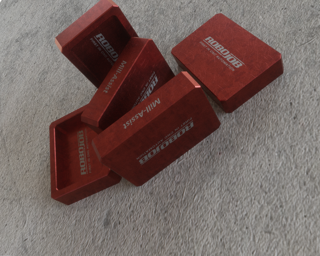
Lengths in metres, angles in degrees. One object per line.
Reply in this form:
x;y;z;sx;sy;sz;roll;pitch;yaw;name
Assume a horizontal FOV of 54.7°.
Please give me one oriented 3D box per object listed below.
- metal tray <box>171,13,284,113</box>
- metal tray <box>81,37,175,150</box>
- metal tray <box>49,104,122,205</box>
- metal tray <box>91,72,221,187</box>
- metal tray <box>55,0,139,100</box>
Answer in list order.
0.085;-0.091;0.412;0.090;0.030;0.130;-38;51;2;metal tray
-0.035;-0.041;0.405;0.030;0.090;0.130;18;71;35;metal tray
-0.109;0.031;0.438;0.090;0.030;0.130;-25;53;12;metal tray
0.000;0.006;0.359;0.130;0.090;0.030;-37;51;3;metal tray
-0.068;-0.101;0.434;0.090;0.130;0.030;-40;52;1;metal tray
